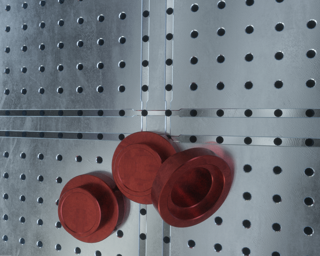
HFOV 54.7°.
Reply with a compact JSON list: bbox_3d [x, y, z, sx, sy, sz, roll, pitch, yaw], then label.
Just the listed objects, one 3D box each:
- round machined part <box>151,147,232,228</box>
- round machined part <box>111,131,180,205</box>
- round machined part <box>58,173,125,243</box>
[{"bbox_3d":[0.034,0.067,0.372,0.098,0.099,0.042,-62,35,10],"label":"round machined part"},{"bbox_3d":[-0.021,0.053,0.410,0.098,0.042,0.097,0,90,19],"label":"round machined part"},{"bbox_3d":[-0.103,0.115,0.439,0.098,0.042,0.097,0,90,19],"label":"round machined part"}]
